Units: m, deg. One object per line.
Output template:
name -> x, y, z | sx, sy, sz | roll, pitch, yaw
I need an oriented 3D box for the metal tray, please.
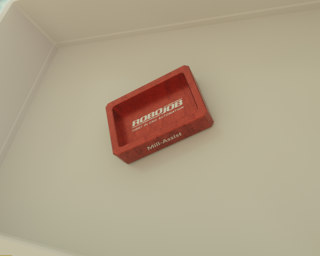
metal tray -> -0.005, -0.018, 0.413 | 0.130, 0.030, 0.090 | -25, 53, 12
